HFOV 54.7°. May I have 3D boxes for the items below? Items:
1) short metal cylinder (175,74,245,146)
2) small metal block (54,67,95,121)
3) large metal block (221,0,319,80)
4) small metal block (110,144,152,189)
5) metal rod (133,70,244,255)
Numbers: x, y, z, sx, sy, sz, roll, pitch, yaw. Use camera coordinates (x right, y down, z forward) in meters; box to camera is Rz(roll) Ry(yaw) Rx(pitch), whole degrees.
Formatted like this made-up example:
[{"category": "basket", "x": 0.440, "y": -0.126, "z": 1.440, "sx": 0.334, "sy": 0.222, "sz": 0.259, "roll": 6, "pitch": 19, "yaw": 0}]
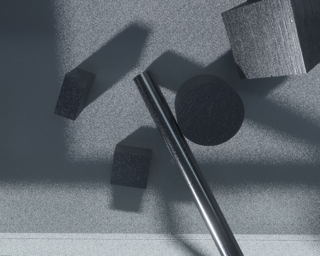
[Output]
[{"category": "short metal cylinder", "x": 0.060, "y": -0.024, "z": 0.390, "sx": 0.081, "sy": 0.050, "sz": 0.079, "roll": 0, "pitch": 110, "yaw": -1}, {"category": "small metal block", "x": -0.104, "y": -0.043, "z": 0.381, "sx": 0.025, "sy": 0.050, "sz": 0.050, "roll": 20, "pitch": 109, "yaw": -8}, {"category": "large metal block", "x": 0.124, "y": -0.103, "z": 0.339, "sx": 0.050, "sy": 0.080, "sz": 0.080, "roll": -34, "pitch": 113, "yaw": -31}, {"category": "small metal block", "x": -0.040, "y": 0.054, "z": 0.431, "sx": 0.050, "sy": 0.025, "sz": 0.050, "roll": 9, "pitch": 110, "yaw": -4}, {"category": "metal rod", "x": 0.044, "y": 0.067, "z": 0.383, "sx": 0.025, "sy": 0.025, "sz": 0.299, "roll": -27, "pitch": 88, "yaw": 9}]
